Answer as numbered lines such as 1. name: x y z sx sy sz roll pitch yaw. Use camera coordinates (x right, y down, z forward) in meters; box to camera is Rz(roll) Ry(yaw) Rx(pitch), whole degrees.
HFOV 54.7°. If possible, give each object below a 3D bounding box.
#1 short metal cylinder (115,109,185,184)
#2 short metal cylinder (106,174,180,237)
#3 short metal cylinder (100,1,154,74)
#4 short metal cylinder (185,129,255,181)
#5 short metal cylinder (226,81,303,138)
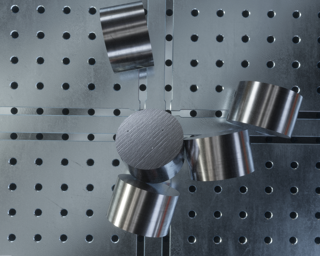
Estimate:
1. short metal cylinder: -0.010 0.023 0.384 0.080 0.050 0.080 -3 61 5
2. short metal cylinder: -0.021 0.094 0.386 0.080 0.080 0.050 17 90 -1
3. short metal cylinder: -0.040 -0.112 0.385 0.050 0.080 0.080 -11 90 0
4. short metal cylinder: 0.073 0.032 0.387 0.080 0.080 0.050 -10 90 0
5. short metal cylinder: 0.129 -0.022 0.388 0.080 0.080 0.050 17 90 -1
